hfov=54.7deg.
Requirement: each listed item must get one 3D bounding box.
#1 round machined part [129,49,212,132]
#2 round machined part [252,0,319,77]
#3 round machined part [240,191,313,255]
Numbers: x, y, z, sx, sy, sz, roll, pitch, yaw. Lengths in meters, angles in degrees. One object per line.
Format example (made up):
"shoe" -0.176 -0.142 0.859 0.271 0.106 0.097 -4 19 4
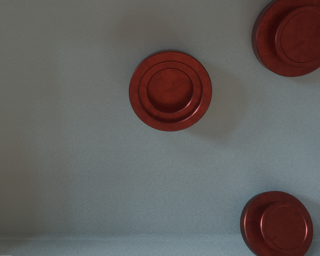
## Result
"round machined part" 0.012 -0.048 0.385 0.099 0.042 0.097 0 110 -1
"round machined part" 0.163 -0.108 0.365 0.099 0.042 0.097 0 110 -1
"round machined part" 0.166 0.137 0.430 0.099 0.042 0.098 1 74 -4
